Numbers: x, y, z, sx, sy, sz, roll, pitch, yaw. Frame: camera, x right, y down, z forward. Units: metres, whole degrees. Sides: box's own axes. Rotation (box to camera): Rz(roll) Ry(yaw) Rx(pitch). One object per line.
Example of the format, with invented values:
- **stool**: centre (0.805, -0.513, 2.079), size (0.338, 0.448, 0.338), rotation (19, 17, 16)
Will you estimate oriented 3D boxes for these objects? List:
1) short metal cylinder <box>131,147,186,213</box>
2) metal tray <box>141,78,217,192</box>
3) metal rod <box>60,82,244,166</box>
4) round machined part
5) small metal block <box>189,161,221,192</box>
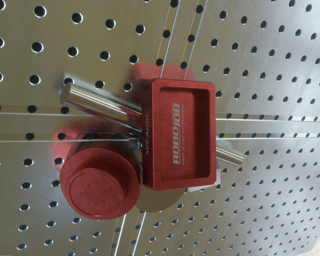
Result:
- **short metal cylinder**: centre (-0.008, 0.069, 0.429), size (0.081, 0.050, 0.079), rotation (-14, 124, -21)
- **metal tray**: centre (0.025, 0.007, 0.383), size (0.091, 0.030, 0.129), rotation (-1, 90, -29)
- **metal rod**: centre (0.013, 0.007, 0.418), size (0.302, 0.025, 0.025), rotation (21, 107, -36)
- **round machined part**: centre (-0.072, 0.069, 0.368), size (0.099, 0.042, 0.097), rotation (2, 110, 6)
- **small metal block**: centre (0.064, 0.069, 0.470), size (0.050, 0.025, 0.050), rotation (-16, 143, 0)
